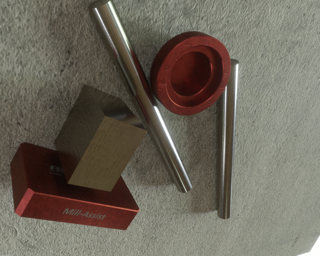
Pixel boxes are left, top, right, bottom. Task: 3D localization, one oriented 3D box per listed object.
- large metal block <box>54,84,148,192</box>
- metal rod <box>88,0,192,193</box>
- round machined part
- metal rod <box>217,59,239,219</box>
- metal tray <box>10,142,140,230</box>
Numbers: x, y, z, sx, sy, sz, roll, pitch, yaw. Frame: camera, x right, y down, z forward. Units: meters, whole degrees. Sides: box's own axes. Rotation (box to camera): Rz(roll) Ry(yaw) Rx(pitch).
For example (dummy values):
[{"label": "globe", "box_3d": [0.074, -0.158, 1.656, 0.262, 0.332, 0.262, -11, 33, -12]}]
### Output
[{"label": "large metal block", "box_3d": [-0.069, 0.010, 0.341, 0.050, 0.080, 0.080, 21, 107, -36]}, {"label": "metal rod", "box_3d": [-0.010, -0.015, 0.393, 0.025, 0.025, 0.299, -31, 129, -9]}, {"label": "round machined part", "box_3d": [0.032, -0.068, 0.373, 0.099, 0.042, 0.097, -14, 125, -21]}, {"label": "metal rod", "box_3d": [0.105, 0.036, 0.488, 0.025, 0.025, 0.298, -19, 126, -18]}, {"label": "metal tray", "box_3d": [-0.096, 0.067, 0.354, 0.131, 0.090, 0.030, 22, 106, -37]}]
